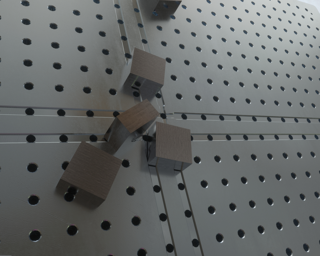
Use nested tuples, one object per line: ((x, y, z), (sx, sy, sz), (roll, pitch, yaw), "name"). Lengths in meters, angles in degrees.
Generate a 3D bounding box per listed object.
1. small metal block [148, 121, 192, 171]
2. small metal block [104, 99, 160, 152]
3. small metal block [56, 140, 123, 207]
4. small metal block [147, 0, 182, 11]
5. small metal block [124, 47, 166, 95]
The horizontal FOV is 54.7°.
((0.013, 0.024, 0.402), (0.050, 0.025, 0.050), (13, 56, -21), "small metal block")
((-0.035, -0.003, 0.377), (0.025, 0.050, 0.050), (50, 51, 6), "small metal block")
((-0.076, 0.049, 0.338), (0.050, 0.025, 0.050), (29, 52, -10), "small metal block")
((0.004, -0.238, 0.557), (0.050, 0.025, 0.050), (-15, 70, -34), "small metal block")
((-0.021, -0.082, 0.449), (0.050, 0.025, 0.050), (18, 55, -19), "small metal block")
